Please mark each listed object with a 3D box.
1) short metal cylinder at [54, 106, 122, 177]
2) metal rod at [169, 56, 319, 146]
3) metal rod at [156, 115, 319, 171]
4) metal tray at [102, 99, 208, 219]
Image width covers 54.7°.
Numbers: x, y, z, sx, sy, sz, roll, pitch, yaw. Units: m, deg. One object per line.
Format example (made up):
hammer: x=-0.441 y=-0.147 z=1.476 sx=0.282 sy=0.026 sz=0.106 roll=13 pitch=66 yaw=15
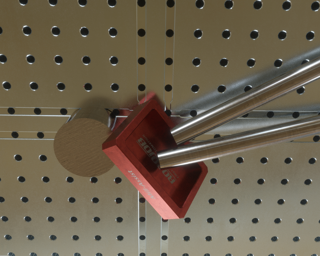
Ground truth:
short metal cylinder: x=-0.091 y=0.017 z=0.405 sx=0.081 sy=0.050 sz=0.079 roll=0 pitch=110 yaw=-1
metal rod: x=0.153 y=-0.053 z=0.382 sx=0.301 sy=0.025 sz=0.025 roll=-26 pitch=108 yaw=3
metal rod: x=0.145 y=0.009 z=0.396 sx=0.302 sy=0.025 sz=0.025 roll=-12 pitch=110 yaw=-5
metal tray: x=0.000 y=0.040 z=0.393 sx=0.030 sy=0.090 sz=0.130 roll=-21 pitch=114 yaw=45
